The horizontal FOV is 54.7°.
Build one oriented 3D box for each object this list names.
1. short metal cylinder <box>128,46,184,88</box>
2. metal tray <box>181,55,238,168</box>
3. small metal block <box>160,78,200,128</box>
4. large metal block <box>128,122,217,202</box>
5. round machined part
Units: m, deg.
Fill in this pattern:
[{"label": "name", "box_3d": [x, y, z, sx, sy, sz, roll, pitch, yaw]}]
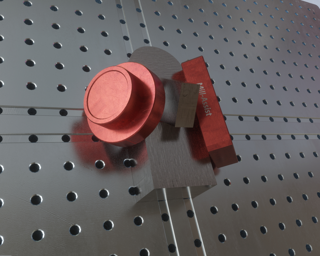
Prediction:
[{"label": "short metal cylinder", "box_3d": [-0.012, -0.064, 0.423, 0.081, 0.050, 0.080, 14, 56, -21]}, {"label": "metal tray", "box_3d": [0.067, -0.020, 0.416, 0.030, 0.090, 0.130, -19, 64, 11]}, {"label": "small metal block", "box_3d": [0.019, -0.031, 0.366, 0.025, 0.050, 0.050, 2, 103, -31]}, {"label": "large metal block", "box_3d": [0.012, 0.040, 0.373, 0.081, 0.050, 0.080, 2, 61, -27]}, {"label": "round machined part", "box_3d": [-0.047, -0.031, 0.350, 0.042, 0.098, 0.098, 29, 43, -55]}]
